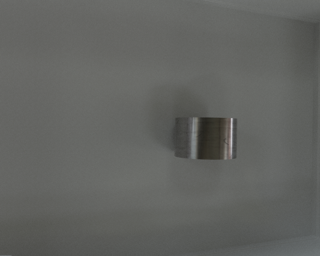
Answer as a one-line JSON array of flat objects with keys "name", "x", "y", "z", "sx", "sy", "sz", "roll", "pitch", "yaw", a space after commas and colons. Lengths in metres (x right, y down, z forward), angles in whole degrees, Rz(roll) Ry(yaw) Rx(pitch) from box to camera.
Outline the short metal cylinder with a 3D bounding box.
[{"name": "short metal cylinder", "x": 0.059, "y": 0.012, "z": 0.405, "sx": 0.081, "sy": 0.080, "sz": 0.050, "roll": 1, "pitch": 90, "yaw": -20}]
